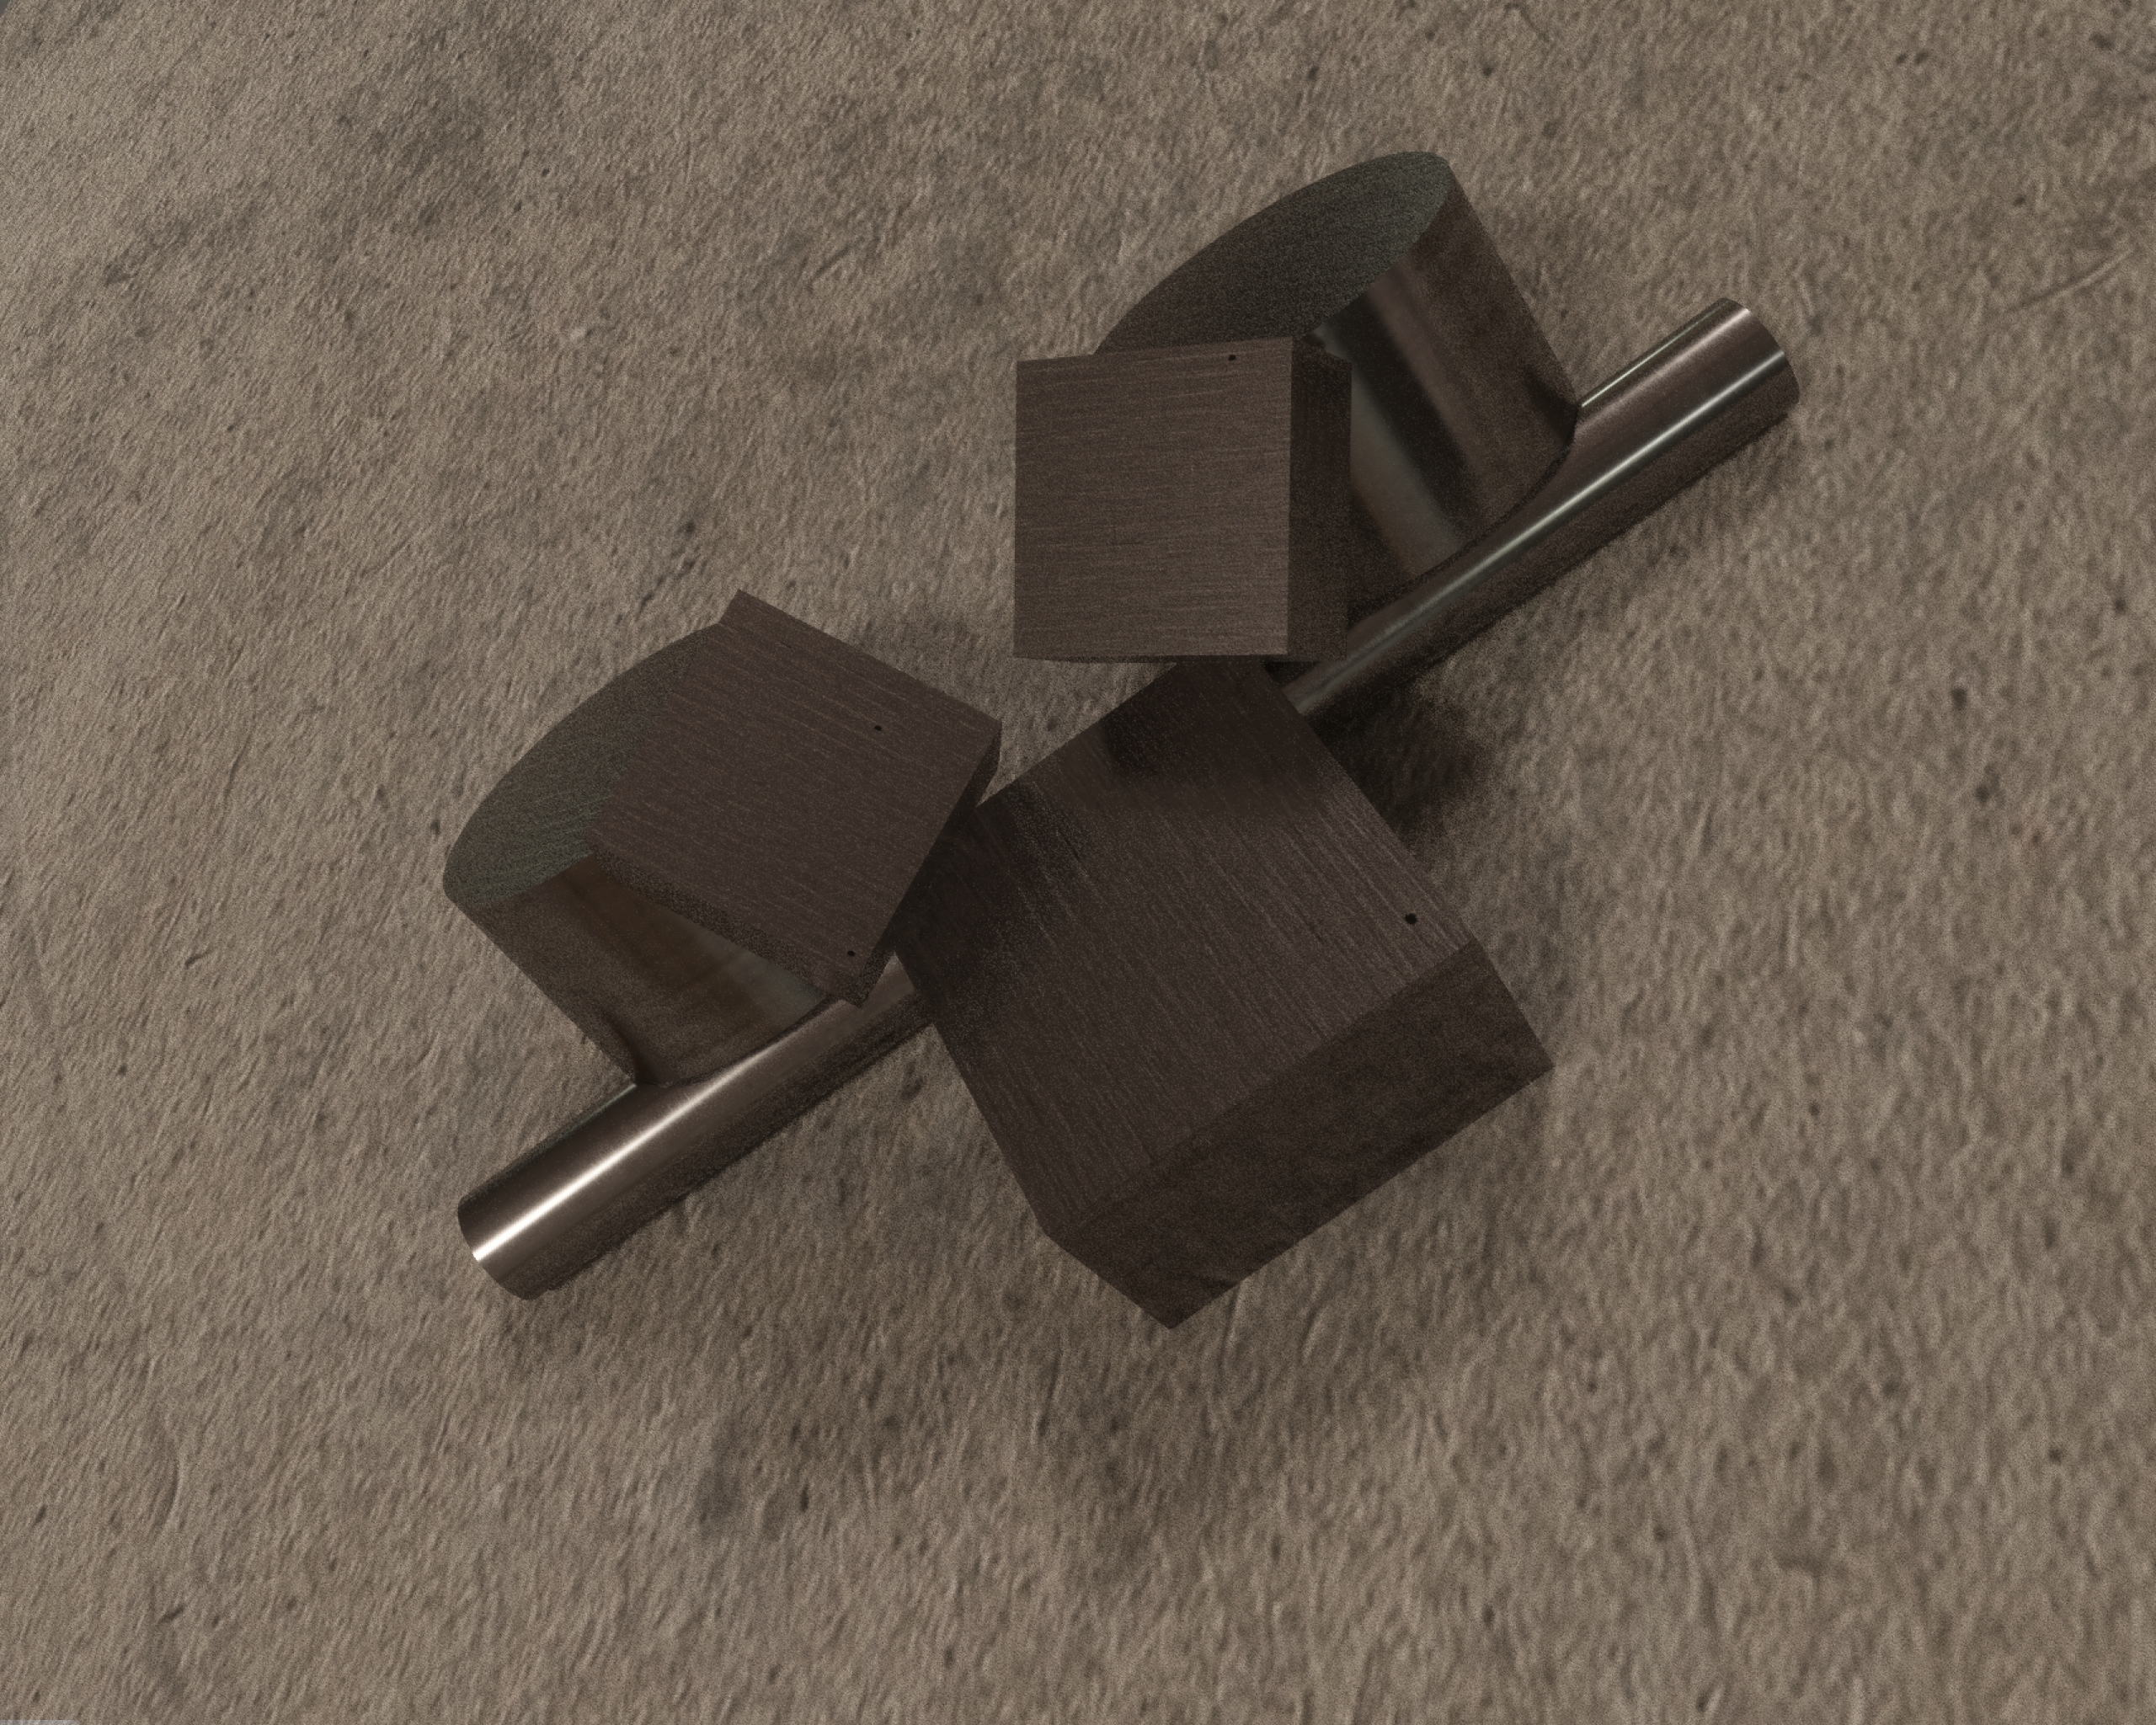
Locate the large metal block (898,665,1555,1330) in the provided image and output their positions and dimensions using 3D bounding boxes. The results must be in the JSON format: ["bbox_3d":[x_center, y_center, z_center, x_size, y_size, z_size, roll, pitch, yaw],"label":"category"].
[{"bbox_3d":[0.021,0.020,0.363,0.080,0.050,0.080,-36,51,4],"label":"large metal block"}]

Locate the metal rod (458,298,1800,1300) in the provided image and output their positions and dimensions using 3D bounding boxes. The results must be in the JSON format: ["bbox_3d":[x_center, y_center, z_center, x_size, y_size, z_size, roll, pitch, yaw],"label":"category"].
[{"bbox_3d":[0.007,-0.010,0.406,0.300,0.025,0.025,-35,52,4],"label":"metal rod"}]

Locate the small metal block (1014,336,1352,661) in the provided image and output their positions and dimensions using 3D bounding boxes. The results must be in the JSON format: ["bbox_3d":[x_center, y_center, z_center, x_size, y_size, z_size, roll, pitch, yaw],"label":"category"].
[{"bbox_3d":[0.018,-0.059,0.351,0.050,0.025,0.050,2,93,29],"label":"small metal block"}]

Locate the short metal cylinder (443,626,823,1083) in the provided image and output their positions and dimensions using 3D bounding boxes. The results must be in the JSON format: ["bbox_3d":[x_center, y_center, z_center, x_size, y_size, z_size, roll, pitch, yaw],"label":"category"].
[{"bbox_3d":[-0.076,-0.003,0.412,0.080,0.050,0.080,-28,29,18],"label":"short metal cylinder"}]

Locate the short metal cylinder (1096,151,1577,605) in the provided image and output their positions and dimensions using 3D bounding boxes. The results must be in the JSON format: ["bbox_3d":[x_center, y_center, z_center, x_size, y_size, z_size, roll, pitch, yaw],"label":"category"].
[{"bbox_3d":[0.047,-0.091,0.400,0.080,0.050,0.080,-28,29,18],"label":"short metal cylinder"}]

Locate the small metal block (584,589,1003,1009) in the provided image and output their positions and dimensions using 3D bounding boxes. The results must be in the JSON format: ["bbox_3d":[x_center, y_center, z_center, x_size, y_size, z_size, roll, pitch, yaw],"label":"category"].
[{"bbox_3d":[-0.047,-0.010,0.355,0.050,0.025,0.050,27,74,4],"label":"small metal block"}]
